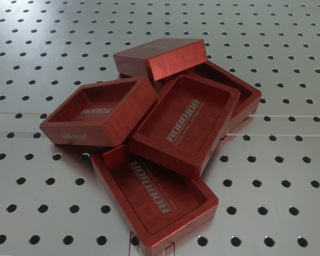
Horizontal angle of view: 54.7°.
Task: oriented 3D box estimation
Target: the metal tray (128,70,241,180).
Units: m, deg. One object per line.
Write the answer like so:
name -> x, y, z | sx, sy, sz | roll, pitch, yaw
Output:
metal tray -> 0.032, -0.011, 0.375 | 0.090, 0.030, 0.130 | 23, 53, 17

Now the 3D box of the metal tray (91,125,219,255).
metal tray -> -0.009, 0.063, 0.351 | 0.091, 0.030, 0.130 | -26, 55, -21

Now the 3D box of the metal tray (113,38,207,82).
metal tray -> -0.004, -0.103, 0.452 | 0.091, 0.030, 0.130 | -24, 24, -20

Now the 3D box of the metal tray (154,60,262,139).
metal tray -> 0.066, -0.052, 0.448 | 0.091, 0.030, 0.130 | -36, 59, -27

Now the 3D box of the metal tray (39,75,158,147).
metal tray -> -0.077, -0.021, 0.381 | 0.130, 0.030, 0.090 | 0, 42, 40
